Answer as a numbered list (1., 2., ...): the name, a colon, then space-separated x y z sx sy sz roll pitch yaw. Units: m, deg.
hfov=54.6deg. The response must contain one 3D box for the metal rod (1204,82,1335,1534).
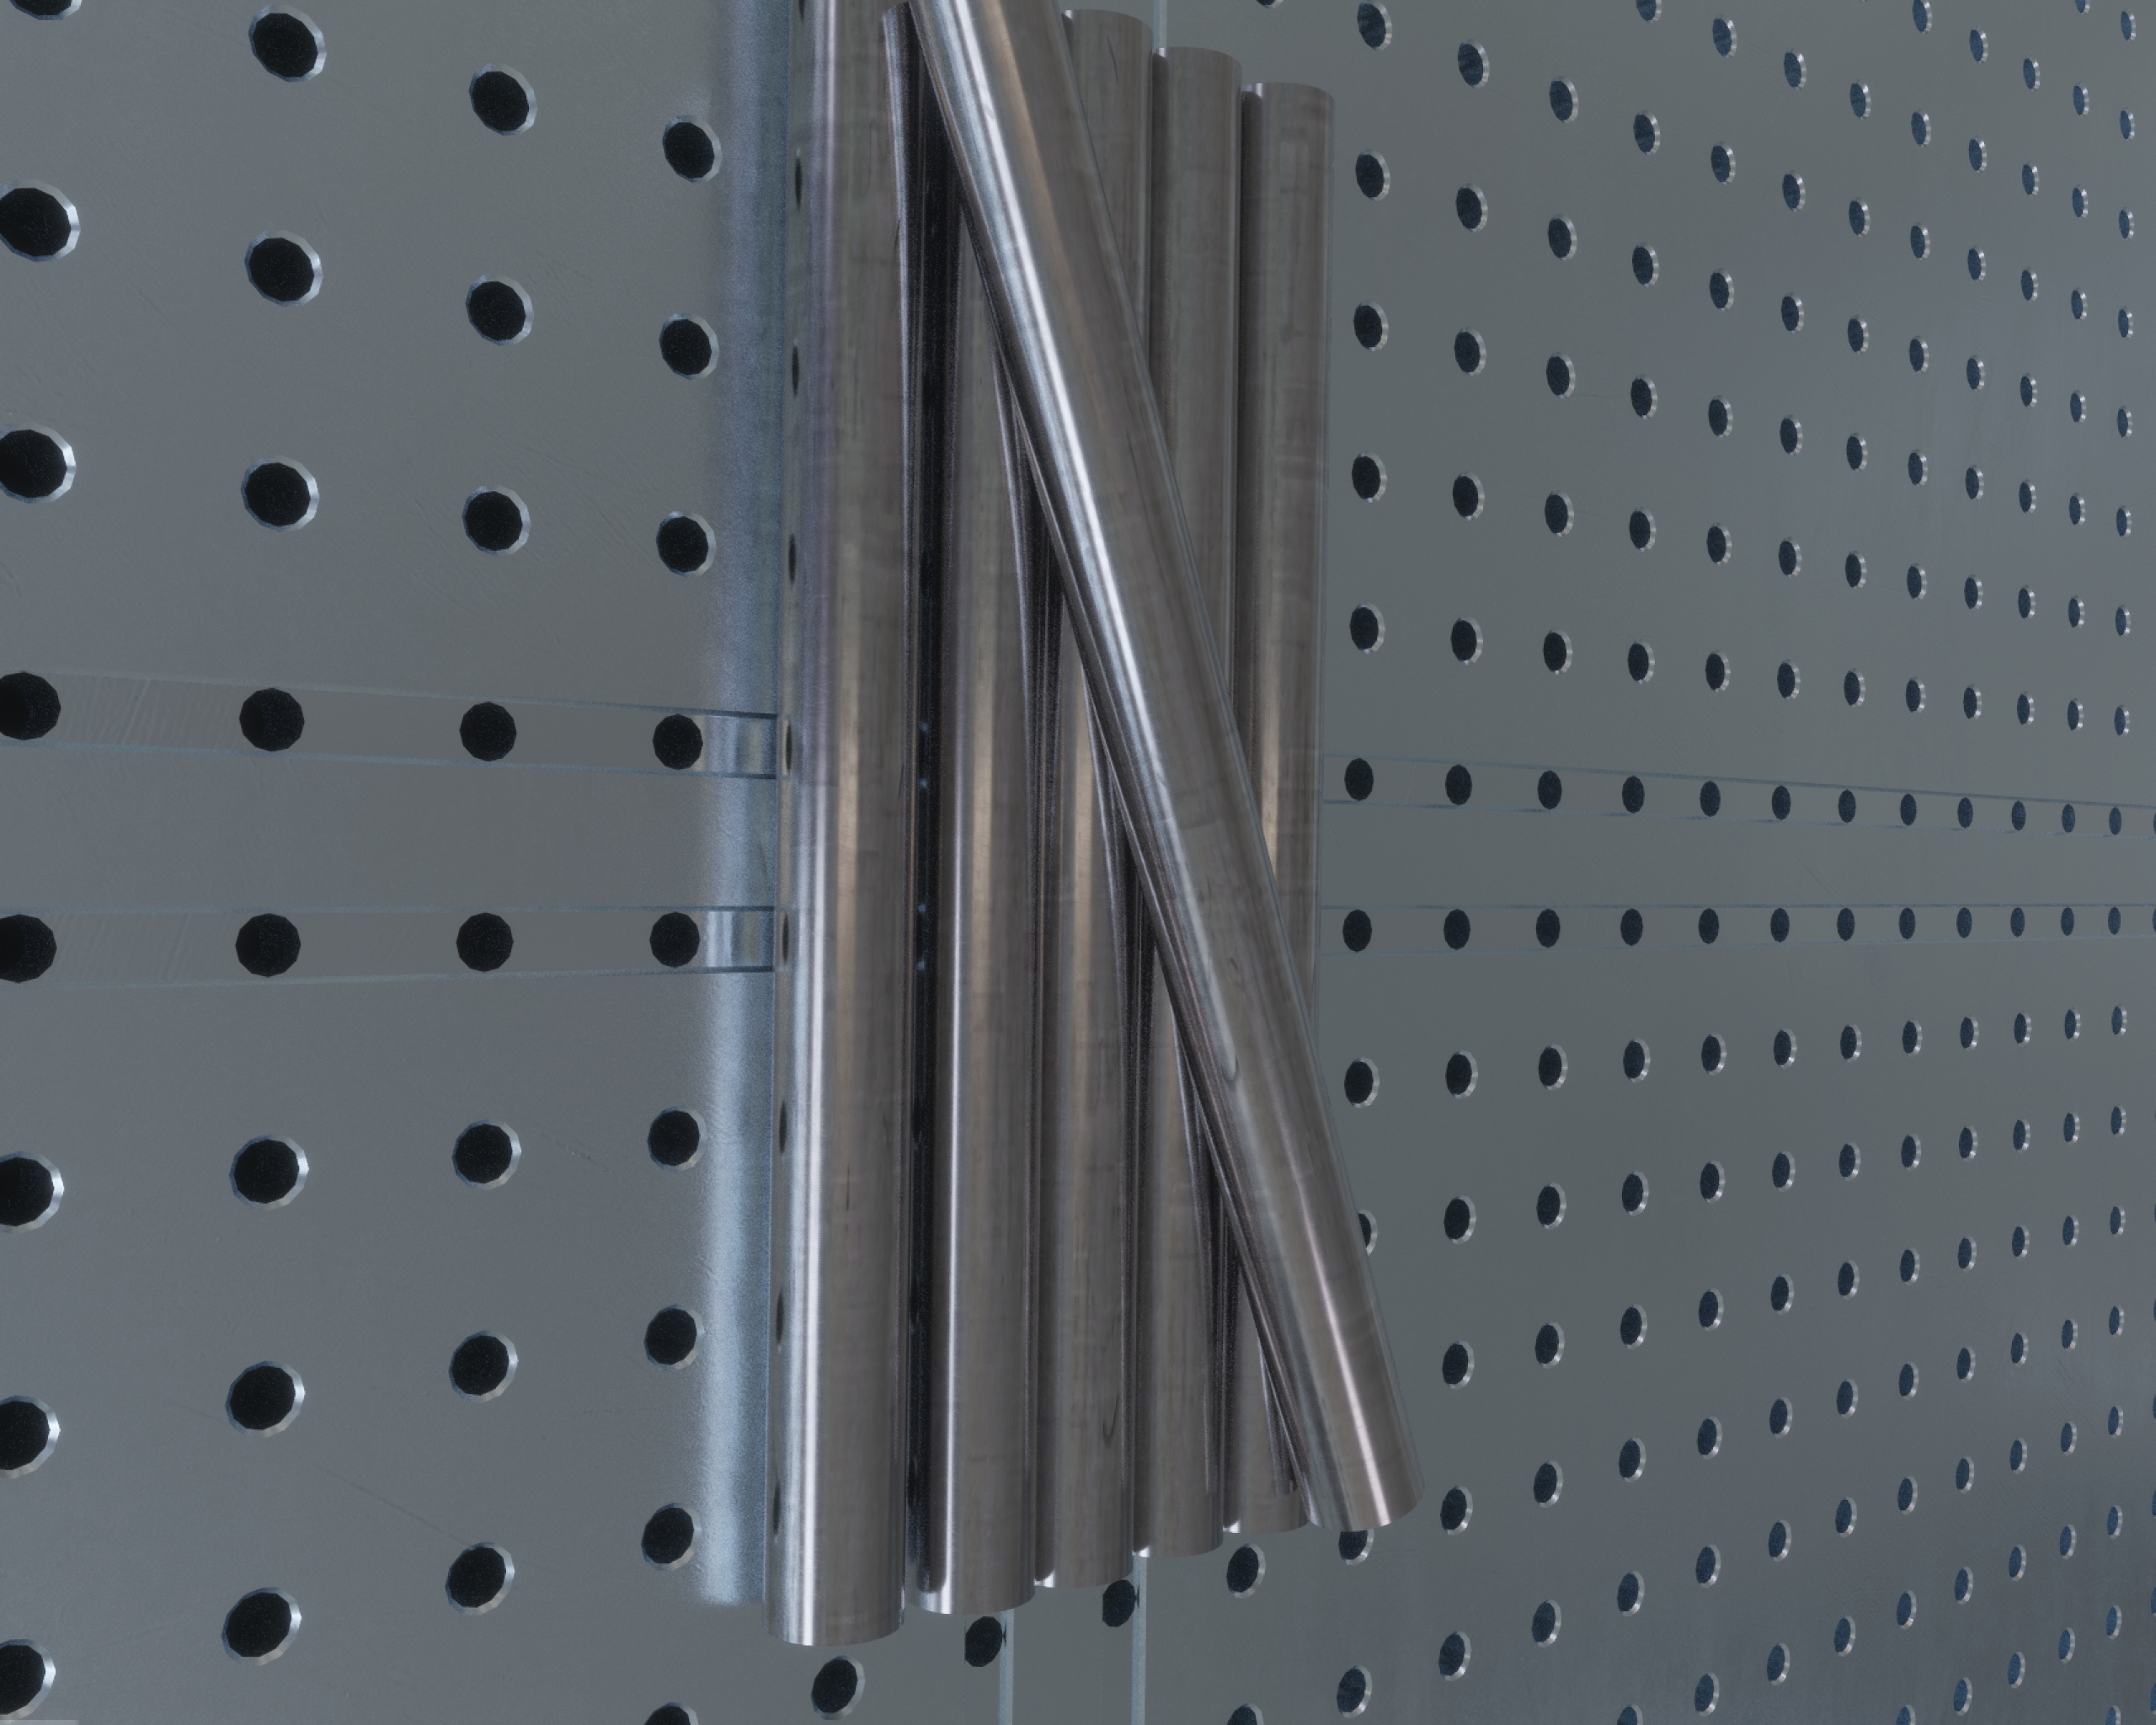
1. metal rod: 0.039 -0.012 0.441 0.025 0.025 0.298 2 89 -40

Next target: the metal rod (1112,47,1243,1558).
1. metal rod: 0.019 -0.012 0.425 0.025 0.025 0.298 1 89 -40

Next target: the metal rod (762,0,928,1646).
1. metal rod: -0.041 -0.015 0.372 0.025 0.025 0.298 1 89 -40

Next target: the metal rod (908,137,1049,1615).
1. metal rod: -0.018 -0.013 0.391 0.025 0.025 0.298 1 89 -40

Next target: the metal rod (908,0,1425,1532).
1. metal rod: 0.020 -0.012 0.392 0.025 0.025 0.298 -25 106 -37

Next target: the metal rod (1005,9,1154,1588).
1. metal rod: 0.000 -0.013 0.407 0.025 0.025 0.298 1 89 -40
